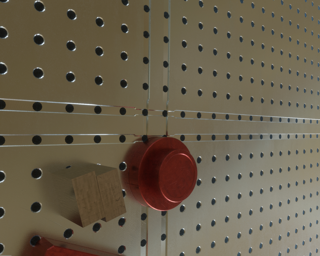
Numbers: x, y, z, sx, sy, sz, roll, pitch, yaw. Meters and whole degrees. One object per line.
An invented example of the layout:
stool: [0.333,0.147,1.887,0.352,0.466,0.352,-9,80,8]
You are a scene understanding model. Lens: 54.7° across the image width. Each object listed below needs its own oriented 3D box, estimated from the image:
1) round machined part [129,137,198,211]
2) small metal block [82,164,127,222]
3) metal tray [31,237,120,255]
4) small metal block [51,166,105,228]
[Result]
round machined part: [0.011,0.061,0.410,0.099,0.042,0.097,0,90,-40]
small metal block: [-0.066,0.069,0.339,0.025,0.050,0.050,-18,102,-39]
metal tray: [-0.086,0.180,0.335,0.130,0.030,0.090,32,70,-36]
small metal block: [-0.086,0.069,0.322,0.025,0.050,0.050,-18,102,-39]
